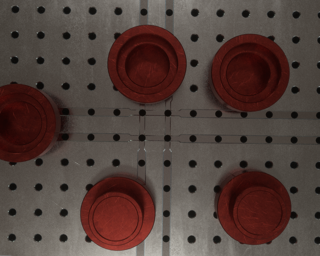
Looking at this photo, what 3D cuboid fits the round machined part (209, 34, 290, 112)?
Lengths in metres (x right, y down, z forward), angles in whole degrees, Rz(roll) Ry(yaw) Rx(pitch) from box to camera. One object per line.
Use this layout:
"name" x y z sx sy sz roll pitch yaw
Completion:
"round machined part" 0.113 -0.069 0.406 0.099 0.042 0.097 0 90 -1

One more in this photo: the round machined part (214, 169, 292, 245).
"round machined part" 0.124 0.106 0.407 0.099 0.042 0.097 0 90 -1

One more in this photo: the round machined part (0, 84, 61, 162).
"round machined part" -0.178 -0.006 0.403 0.099 0.042 0.097 0 90 -1

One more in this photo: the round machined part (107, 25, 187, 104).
"round machined part" -0.016 -0.080 0.405 0.099 0.042 0.097 0 90 -1

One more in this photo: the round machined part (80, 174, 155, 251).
"round machined part" -0.055 0.112 0.404 0.099 0.042 0.097 0 90 -1
